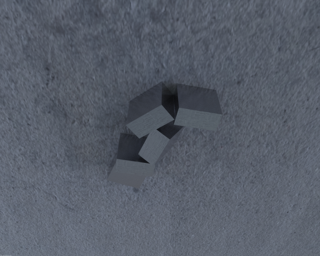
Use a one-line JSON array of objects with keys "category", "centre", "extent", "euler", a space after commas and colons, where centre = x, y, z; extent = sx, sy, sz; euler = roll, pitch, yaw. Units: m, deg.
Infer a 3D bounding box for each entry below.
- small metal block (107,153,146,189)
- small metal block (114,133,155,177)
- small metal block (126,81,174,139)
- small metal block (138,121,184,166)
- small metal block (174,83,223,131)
[{"category": "small metal block", "centre": [-0.045, 0.059, 0.457], "extent": [0.050, 0.025, 0.050], "euler": [18, 128, -16]}, {"category": "small metal block", "centre": [-0.033, 0.036, 0.421], "extent": [0.050, 0.050, 0.025], "euler": [9, 129, -8]}, {"category": "small metal block", "centre": [-0.011, -0.022, 0.372], "extent": [0.050, 0.050, 0.025], "euler": [-28, 123, 22]}, {"category": "small metal block", "centre": [0.004, 0.014, 0.399], "extent": [0.025, 0.050, 0.050], "euler": [37, 127, 10]}, {"category": "small metal block", "centre": [0.043, -0.026, 0.370], "extent": [0.050, 0.050, 0.025], "euler": [9, 130, -8]}]
